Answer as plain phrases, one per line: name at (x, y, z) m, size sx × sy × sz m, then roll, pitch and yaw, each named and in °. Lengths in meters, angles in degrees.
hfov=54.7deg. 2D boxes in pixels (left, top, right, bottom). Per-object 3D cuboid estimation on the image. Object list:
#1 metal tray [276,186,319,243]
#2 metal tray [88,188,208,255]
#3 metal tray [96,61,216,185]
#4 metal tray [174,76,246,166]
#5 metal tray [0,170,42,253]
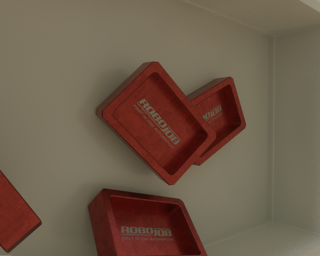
metal tray at (0.289, 0.164, 0.587) m, size 0.030 × 0.130 × 0.090 m, roll 11°, pitch 83°, yaw -36°
metal tray at (-0.012, 0.122, 0.359) m, size 0.131 × 0.090 × 0.030 m, roll 18°, pitch 123°, yaw -39°
metal tray at (-0.001, -0.004, 0.379) m, size 0.090 × 0.030 × 0.130 m, roll -47°, pitch 113°, yaw -12°
metal tray at (0.073, -0.013, 0.466) m, size 0.131 × 0.030 × 0.090 m, roll -32°, pitch 110°, yaw -35°
metal tray at (-0.153, 0.028, 0.236) m, size 0.030 × 0.090 × 0.130 m, roll -42°, pitch 116°, yaw -32°
